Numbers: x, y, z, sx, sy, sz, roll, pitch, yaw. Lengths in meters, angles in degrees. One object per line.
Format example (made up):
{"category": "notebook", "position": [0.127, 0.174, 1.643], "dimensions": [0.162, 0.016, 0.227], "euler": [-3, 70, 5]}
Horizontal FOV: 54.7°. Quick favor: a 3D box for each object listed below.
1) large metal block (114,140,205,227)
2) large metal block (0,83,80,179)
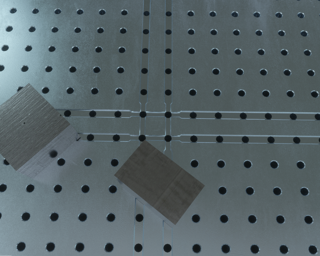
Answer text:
{"category": "large metal block", "position": [-0.001, 0.068, 0.358], "dimensions": [0.080, 0.080, 0.050], "euler": [37, 74, 12]}
{"category": "large metal block", "position": [-0.165, 0.005, 0.395], "dimensions": [0.080, 0.050, 0.080], "euler": [42, 75, 13]}
